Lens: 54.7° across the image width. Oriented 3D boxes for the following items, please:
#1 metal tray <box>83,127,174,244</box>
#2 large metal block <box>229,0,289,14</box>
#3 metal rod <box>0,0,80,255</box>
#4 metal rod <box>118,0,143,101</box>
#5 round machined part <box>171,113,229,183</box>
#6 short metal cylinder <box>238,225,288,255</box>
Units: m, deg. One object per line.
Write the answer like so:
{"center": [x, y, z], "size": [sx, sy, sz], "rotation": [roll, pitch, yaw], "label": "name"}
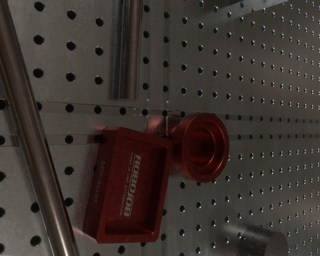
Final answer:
{"center": [-0.034, 0.070, 0.378], "size": [0.091, 0.030, 0.129], "rotation": [16, 80, -39], "label": "metal tray"}
{"center": [0.164, -0.246, 0.513], "size": [0.050, 0.080, 0.080], "rotation": [4, 88, -40], "label": "large metal block"}
{"center": [-0.128, -0.002, 0.302], "size": [0.025, 0.025, 0.298], "rotation": [-20, 103, -38], "label": "metal rod"}
{"center": [-0.032, -0.183, 0.383], "size": [0.025, 0.025, 0.298], "rotation": [4, 87, -40], "label": "metal rod"}
{"center": [0.052, 0.027, 0.445], "size": [0.099, 0.042, 0.097], "rotation": [0, 90, -40], "label": "round machined part"}
{"center": [0.185, 0.220, 0.552], "size": [0.081, 0.050, 0.079], "rotation": [0, 90, -40], "label": "short metal cylinder"}
